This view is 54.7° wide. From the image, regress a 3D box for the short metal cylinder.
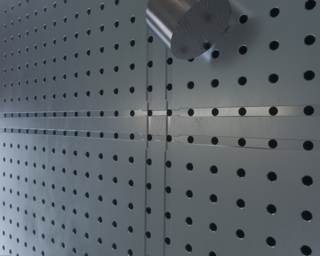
[{"bbox_3d":[0.032,-0.124,0.347,0.080,0.081,0.050,-52,60,28],"label":"short metal cylinder"}]
